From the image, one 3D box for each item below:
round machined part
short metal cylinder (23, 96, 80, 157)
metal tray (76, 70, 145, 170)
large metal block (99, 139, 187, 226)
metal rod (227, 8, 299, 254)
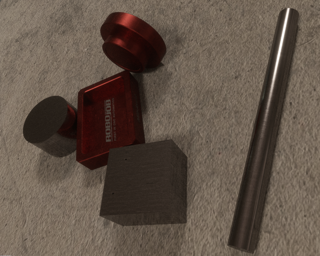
[{"bbox_3d":[-0.044,-0.117,0.450,0.098,0.098,0.042,16,71,34],"label":"round machined part"},{"bbox_3d":[-0.157,-0.002,0.469,0.080,0.050,0.080,-13,56,20],"label":"short metal cylinder"},{"bbox_3d":[-0.073,-0.014,0.445,0.090,0.030,0.130,-20,54,16],"label":"metal tray"},{"bbox_3d":[-0.016,0.065,0.355,0.080,0.050,0.080,-10,58,22],"label":"large metal block"},{"bbox_3d":[0.122,-0.016,0.349,0.025,0.025,0.300,6,64,30],"label":"metal rod"}]
